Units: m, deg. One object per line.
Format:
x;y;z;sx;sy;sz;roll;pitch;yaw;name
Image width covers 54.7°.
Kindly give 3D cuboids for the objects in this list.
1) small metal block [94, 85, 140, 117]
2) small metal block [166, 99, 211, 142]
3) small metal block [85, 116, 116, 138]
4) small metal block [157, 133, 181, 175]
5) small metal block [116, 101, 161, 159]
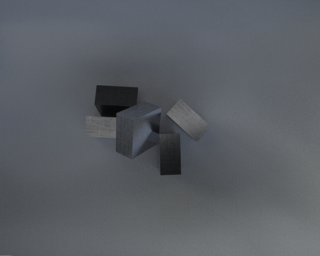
-0.053;-0.032;0.396;0.050;0.050;0.025;3;75;0;small metal block
0.035;-0.010;0.399;0.050;0.050;0.025;42;90;0;small metal block
-0.065;-0.001;0.398;0.050;0.050;0.025;3;90;0;small metal block
0.011;0.032;0.398;0.025;0.050;0.050;-2;90;-4;small metal block
-0.025;0.002;0.365;0.025;0.050;0.050;22;121;30;small metal block
